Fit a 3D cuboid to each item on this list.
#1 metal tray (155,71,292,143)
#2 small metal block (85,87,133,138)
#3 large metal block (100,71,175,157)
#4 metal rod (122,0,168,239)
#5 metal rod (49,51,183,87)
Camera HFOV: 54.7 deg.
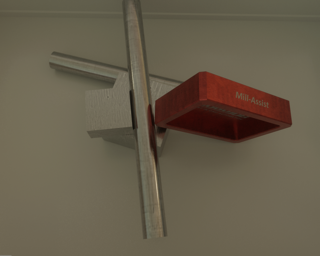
[{"bbox_3d":[0.071,-0.017,0.352,0.131,0.090,0.030,12,68,-29],"label":"metal tray"},{"bbox_3d":[-0.058,-0.018,0.361,0.050,0.025,0.050,-6,70,-3],"label":"small metal block"},{"bbox_3d":[-0.025,-0.017,0.401,0.080,0.050,0.080,17,71,6],"label":"large metal block"},{"bbox_3d":[-0.022,-0.028,0.365,0.025,0.025,0.299,-6,70,-3],"label":"metal rod"},{"bbox_3d":[-0.006,-0.061,0.431,0.302,0.025,0.025,14,71,4],"label":"metal rod"}]
